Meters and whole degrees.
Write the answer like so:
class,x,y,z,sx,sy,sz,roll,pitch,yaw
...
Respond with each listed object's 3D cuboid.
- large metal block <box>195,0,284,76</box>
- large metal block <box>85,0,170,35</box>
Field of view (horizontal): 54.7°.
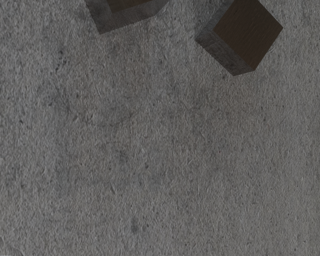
class,x,y,z,sx,sy,sz,roll,pitch,yaw
large metal block,0.111,-0.133,0.436,0.080,0.050,0.080,39,78,-16
large metal block,-0.038,-0.157,0.365,0.081,0.080,0.050,-26,99,-18
